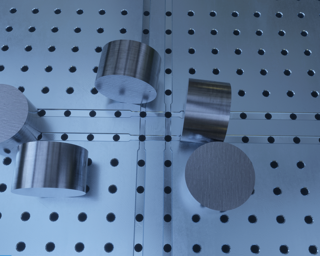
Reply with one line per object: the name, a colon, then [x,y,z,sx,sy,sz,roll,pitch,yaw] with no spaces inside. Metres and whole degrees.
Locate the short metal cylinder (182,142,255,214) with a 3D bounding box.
short metal cylinder: [0.068,0.062,0.377,0.081,0.050,0.080,0,70,0]

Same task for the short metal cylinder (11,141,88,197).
short metal cylinder: [-0.127,0.051,0.362,0.081,0.080,0.050,-1,70,-1]

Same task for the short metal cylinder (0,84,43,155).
short metal cylinder: [-0.201,-0.010,0.400,0.081,0.050,0.080,0,70,0]

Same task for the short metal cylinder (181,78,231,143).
short metal cylinder: [0.056,-0.020,0.391,0.050,0.080,0.080,7,70,2]

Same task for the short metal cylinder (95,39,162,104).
short metal cylinder: [-0.041,-0.071,0.408,0.080,0.080,0.050,7,70,2]
